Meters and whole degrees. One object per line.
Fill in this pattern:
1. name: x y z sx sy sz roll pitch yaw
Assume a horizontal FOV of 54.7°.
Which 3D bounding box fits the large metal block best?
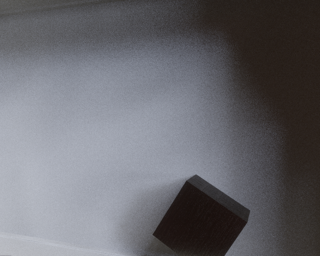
1. large metal block: 0.052 0.116 0.379 0.080 0.050 0.080 33 100 16
